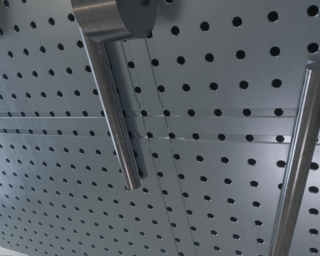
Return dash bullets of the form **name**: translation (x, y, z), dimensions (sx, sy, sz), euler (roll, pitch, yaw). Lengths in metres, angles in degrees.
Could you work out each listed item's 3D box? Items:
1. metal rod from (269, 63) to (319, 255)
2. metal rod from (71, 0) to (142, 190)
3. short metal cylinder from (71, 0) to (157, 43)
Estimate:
- **metal rod**: translation (0.159, 0.070, 0.370), dimensions (0.025, 0.025, 0.298), euler (11, 123, 22)
- **metal rod**: translation (-0.069, -0.041, 0.422), dimensions (0.025, 0.025, 0.298), euler (2, 120, 27)
- **short metal cylinder**: translation (-0.045, -0.131, 0.318), dimensions (0.050, 0.080, 0.080), euler (2, 120, 27)
